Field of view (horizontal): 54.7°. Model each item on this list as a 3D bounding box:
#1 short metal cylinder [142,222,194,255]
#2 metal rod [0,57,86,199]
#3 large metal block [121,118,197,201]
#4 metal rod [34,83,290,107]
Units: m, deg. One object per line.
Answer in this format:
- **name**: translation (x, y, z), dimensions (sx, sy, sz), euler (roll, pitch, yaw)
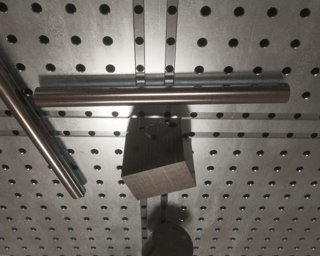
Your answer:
- **short metal cylinder**: translation (0.014, 0.221, 0.564), dimensions (0.081, 0.080, 0.050), euler (19, 127, -16)
- **metal rod**: translation (-0.168, -0.006, 0.404), dimensions (0.025, 0.025, 0.299), euler (-11, 130, 9)
- **large metal block**: translation (-0.001, 0.040, 0.410), dimensions (0.080, 0.080, 0.050), euler (-16, 129, 13)
- **metal rod**: translation (0.003, -0.040, 0.377), dimensions (0.302, 0.025, 0.025), euler (-1, 130, 0)
